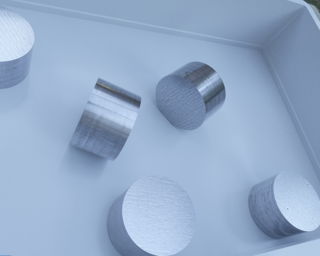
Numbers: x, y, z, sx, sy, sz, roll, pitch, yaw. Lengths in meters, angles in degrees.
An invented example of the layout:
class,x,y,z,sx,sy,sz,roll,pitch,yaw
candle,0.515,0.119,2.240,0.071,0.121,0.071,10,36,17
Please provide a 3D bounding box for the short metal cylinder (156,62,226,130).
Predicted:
class,x,y,z,sx,sy,sz,roll,pitch,yaw
short metal cylinder,0.041,-0.044,0.421,0.080,0.080,0.050,48,51,5

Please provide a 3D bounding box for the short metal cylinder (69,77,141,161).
class,x,y,z,sx,sy,sz,roll,pitch,yaw
short metal cylinder,-0.061,-0.009,0.344,0.050,0.080,0.080,24,53,-14

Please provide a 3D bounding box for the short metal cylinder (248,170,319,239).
class,x,y,z,sx,sy,sz,roll,pitch,yaw
short metal cylinder,0.168,0.104,0.419,0.081,0.050,0.080,14,56,-21

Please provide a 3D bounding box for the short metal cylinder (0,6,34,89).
class,x,y,z,sx,sy,sz,roll,pitch,yaw
short metal cylinder,-0.186,-0.090,0.345,0.081,0.050,0.080,14,56,-21

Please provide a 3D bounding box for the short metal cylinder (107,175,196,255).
class,x,y,z,sx,sy,sz,roll,pitch,yaw
short metal cylinder,-0.010,0.096,0.327,0.081,0.050,0.080,14,56,-21
